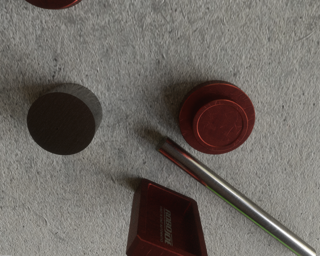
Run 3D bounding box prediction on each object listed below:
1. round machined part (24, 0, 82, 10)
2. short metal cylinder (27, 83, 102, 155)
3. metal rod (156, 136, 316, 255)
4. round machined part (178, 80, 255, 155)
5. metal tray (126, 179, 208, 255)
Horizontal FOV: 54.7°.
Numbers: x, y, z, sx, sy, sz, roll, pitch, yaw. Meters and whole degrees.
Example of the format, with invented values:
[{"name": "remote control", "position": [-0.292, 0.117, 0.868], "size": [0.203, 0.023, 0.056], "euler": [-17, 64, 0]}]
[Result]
[{"name": "round machined part", "position": [-0.122, -0.179, 0.333], "size": [0.099, 0.042, 0.097], "euler": [0, 110, -1]}, {"name": "short metal cylinder", "position": [-0.117, -0.012, 0.390], "size": [0.081, 0.050, 0.079], "euler": [0, 110, -1]}, {"name": "metal rod", "position": [0.118, 0.109, 0.451], "size": [0.301, 0.025, 0.025], "euler": [38, 106, -13]}, {"name": "round machined part", "position": [0.074, -0.009, 0.398], "size": [0.099, 0.042, 0.097], "euler": [0, 110, -1]}, {"name": "metal tray", "position": [0.009, 0.125, 0.400], "size": [0.090, 0.130, 0.030], "euler": [25, 108, -9]}]
